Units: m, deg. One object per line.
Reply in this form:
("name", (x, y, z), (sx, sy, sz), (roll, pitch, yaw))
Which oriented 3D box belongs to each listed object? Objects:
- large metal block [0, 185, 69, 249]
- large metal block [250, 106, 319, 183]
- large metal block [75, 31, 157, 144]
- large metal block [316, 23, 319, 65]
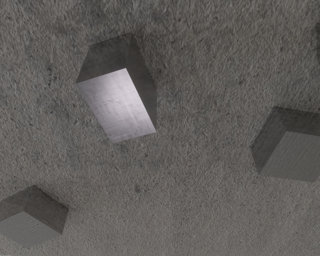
("large metal block", (-0.216, 0.149, 0.516), (0.080, 0.050, 0.080), (-26, 126, 20))
("large metal block", (0.179, 0.023, 0.412), (0.081, 0.050, 0.079), (9, 130, -8))
("large metal block", (-0.041, -0.044, 0.333), (0.050, 0.080, 0.080), (-15, 129, 12))
("large metal block", (0.213, -0.079, 0.306), (0.080, 0.080, 0.050), (-16, 128, 13))
